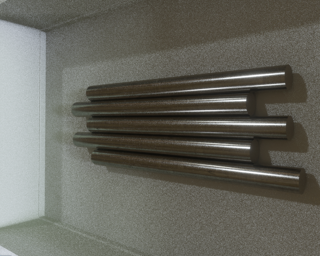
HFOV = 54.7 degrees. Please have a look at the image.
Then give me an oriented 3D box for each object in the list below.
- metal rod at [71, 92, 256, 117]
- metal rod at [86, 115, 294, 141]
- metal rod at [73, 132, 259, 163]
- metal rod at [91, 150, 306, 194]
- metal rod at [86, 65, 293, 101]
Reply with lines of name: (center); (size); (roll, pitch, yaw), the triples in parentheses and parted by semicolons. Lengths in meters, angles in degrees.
metal rod: (-0.020, -0.028, 0.420); (0.300, 0.025, 0.025); (1, 91, 39)
metal rod: (0.010, -0.002, 0.395); (0.300, 0.025, 0.025); (1, 91, 39)
metal rod: (-0.017, 0.022, 0.417); (0.300, 0.025, 0.025); (1, 91, 39)
metal rod: (0.019, 0.048, 0.388); (0.300, 0.025, 0.025); (1, 91, 39)
metal rod: (0.009, -0.052, 0.396); (0.300, 0.025, 0.025); (1, 91, 39)
